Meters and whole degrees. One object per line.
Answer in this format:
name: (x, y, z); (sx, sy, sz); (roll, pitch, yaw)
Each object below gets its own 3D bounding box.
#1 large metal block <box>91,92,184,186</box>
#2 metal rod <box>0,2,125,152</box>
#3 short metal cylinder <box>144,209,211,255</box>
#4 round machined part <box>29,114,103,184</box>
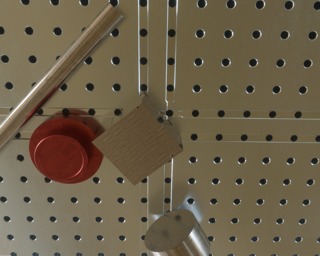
large metal block: (-0.027, 0.014, 0.405); (0.080, 0.050, 0.080); (-37, 106, 12)
metal rod: (-0.157, -0.040, 0.397); (0.299, 0.025, 0.025); (-42, 105, 14)
short metal cylinder: (0.025, 0.163, 0.444); (0.080, 0.080, 0.050); (-26, 108, 9)
round machined part: (-0.127, 0.033, 0.415); (0.099, 0.042, 0.097); (0, 110, 0)
